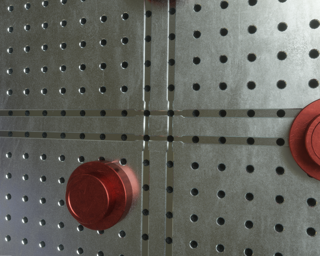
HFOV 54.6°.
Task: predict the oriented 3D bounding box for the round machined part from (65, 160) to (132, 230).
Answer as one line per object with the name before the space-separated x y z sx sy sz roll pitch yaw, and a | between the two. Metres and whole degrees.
round machined part | -0.092 0.096 0.437 0.098 0.042 0.097 0 90 20

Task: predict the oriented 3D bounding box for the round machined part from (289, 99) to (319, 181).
round machined part | 0.193 0.013 0.335 0.098 0.042 0.097 0 90 20
